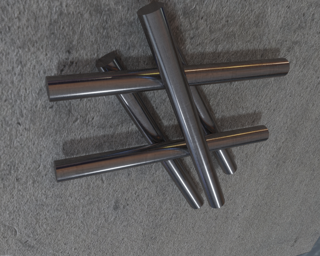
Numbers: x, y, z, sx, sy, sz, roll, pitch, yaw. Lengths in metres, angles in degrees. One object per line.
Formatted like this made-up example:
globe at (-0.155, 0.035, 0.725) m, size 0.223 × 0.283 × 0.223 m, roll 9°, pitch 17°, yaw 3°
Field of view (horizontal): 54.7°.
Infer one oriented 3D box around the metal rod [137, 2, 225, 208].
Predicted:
metal rod at (0.038, 0.001, 0.367) m, size 0.025 × 0.025 × 0.299 m, roll -31°, pitch 129°, yaw -9°

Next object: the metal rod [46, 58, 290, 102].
metal rod at (0.029, -0.060, 0.357) m, size 0.303 × 0.025 × 0.025 m, roll -9°, pitch 123°, yaw -24°

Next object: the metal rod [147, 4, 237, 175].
metal rod at (0.052, -0.029, 0.420) m, size 0.025 × 0.025 × 0.299 m, roll -37°, pitch 130°, yaw -4°

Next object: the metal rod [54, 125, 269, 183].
metal rod at (0.020, 0.028, 0.406) m, size 0.303 × 0.025 × 0.025 m, roll -9°, pitch 122°, yaw -24°

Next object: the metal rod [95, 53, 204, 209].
metal rod at (0.002, 0.026, 0.426) m, size 0.025 × 0.025 × 0.299 m, roll -35°, pitch 129°, yaw -5°
